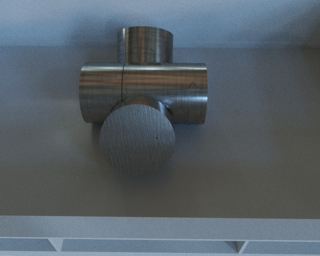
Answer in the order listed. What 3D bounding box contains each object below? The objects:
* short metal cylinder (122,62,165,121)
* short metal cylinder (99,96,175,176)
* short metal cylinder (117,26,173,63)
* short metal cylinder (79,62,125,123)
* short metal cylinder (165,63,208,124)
[{"bbox_3d":[-0.019,-0.045,0.405,0.050,0.080,0.080,1,50,1],"label":"short metal cylinder"},{"bbox_3d":[-0.024,0.007,0.352,0.080,0.079,0.050,0,16,0],"label":"short metal cylinder"},{"bbox_3d":[-0.021,-0.109,0.449,0.080,0.080,0.050,1,88,1],"label":"short metal cylinder"},{"bbox_3d":[-0.070,-0.046,0.405,0.050,0.080,0.080,1,50,1],"label":"short metal cylinder"},{"bbox_3d":[0.032,-0.045,0.405,0.050,0.080,0.080,1,50,1],"label":"short metal cylinder"}]
